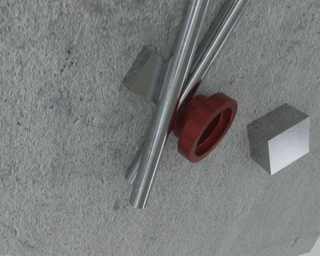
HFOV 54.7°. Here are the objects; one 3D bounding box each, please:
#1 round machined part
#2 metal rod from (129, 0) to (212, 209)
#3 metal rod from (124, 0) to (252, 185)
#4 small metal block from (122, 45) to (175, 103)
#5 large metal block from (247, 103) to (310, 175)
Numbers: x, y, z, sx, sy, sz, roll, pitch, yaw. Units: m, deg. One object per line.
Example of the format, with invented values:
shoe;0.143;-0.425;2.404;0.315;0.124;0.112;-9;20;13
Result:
round machined part;0.055;-0.005;0.409;0.099;0.042;0.097;-39;151;-26
metal rod;0.010;-0.030;0.362;0.025;0.025;0.298;2;117;-30
metal rod;0.035;-0.052;0.395;0.025;0.025;0.298;20;108;-36
small metal block;-0.008;-0.061;0.366;0.050;0.025;0.050;23;106;-37
large metal block;0.196;0.018;0.512;0.080;0.050;0.080;-29;129;-11
